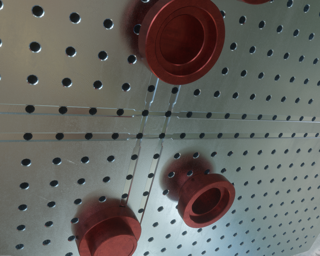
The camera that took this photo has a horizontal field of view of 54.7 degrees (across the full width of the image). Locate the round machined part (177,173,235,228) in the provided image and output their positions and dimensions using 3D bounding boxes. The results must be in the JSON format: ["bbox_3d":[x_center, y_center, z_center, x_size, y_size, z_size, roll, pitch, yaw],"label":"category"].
[{"bbox_3d":[0.072,0.114,0.513,0.099,0.042,0.097,-14,125,-21],"label":"round machined part"}]

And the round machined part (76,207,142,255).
[{"bbox_3d":[-0.073,0.170,0.467,0.099,0.042,0.097,-14,125,-21],"label":"round machined part"}]

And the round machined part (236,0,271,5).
[{"bbox_3d":[0.102,-0.191,0.340,0.099,0.042,0.097,-14,125,-21],"label":"round machined part"}]

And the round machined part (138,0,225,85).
[{"bbox_3d":[0.021,-0.101,0.350,0.099,0.042,0.097,-14,125,-21],"label":"round machined part"}]
